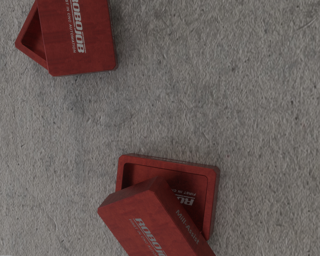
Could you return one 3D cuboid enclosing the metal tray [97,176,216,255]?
[{"bbox_3d":[-0.004,0.128,0.372,0.090,0.030,0.130,-26,102,30],"label":"metal tray"}]

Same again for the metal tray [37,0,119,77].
[{"bbox_3d":[-0.111,-0.139,0.419,0.091,0.030,0.129,-7,98,0],"label":"metal tray"}]

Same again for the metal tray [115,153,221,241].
[{"bbox_3d":[0.007,0.086,0.403,0.130,0.030,0.089,7,92,19],"label":"metal tray"}]

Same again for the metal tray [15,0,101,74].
[{"bbox_3d":[-0.149,-0.155,0.458,0.090,0.030,0.129,35,101,16],"label":"metal tray"}]
